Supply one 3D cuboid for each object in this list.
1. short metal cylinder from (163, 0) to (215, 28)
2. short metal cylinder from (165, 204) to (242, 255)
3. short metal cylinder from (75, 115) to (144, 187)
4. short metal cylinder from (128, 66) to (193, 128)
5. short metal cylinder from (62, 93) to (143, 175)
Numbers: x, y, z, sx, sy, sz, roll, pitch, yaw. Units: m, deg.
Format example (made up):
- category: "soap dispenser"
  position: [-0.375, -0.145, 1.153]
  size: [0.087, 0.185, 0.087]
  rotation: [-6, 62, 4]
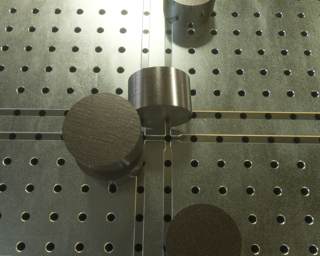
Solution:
- category: "short metal cylinder"
  position: [0.045, -0.201, 0.473]
  size: [0.081, 0.050, 0.080]
  rotation: [0, 70, 0]
- category: "short metal cylinder"
  position: [0.046, 0.129, 0.352]
  size: [0.081, 0.050, 0.080]
  rotation: [0, 70, 0]
- category: "short metal cylinder"
  position: [-0.061, 0.030, 0.387]
  size: [0.081, 0.050, 0.080]
  rotation: [0, 70, 0]
- category: "short metal cylinder"
  position: [0.000, -0.036, 0.396]
  size: [0.081, 0.080, 0.050]
  rotation: [-2, 70, -1]
- category: "short metal cylinder"
  position: [-0.060, 0.008, 0.342]
  size: [0.081, 0.050, 0.080]
  rotation: [0, 70, 0]
